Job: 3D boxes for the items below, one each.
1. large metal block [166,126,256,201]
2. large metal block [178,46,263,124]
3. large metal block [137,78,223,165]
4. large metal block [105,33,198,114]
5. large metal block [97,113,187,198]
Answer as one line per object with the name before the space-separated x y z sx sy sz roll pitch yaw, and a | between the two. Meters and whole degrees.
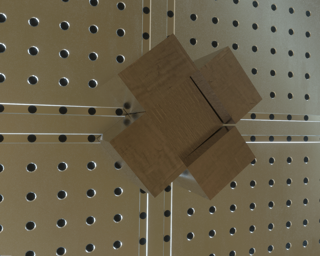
large metal block | 0.061 0.041 0.407 0.080 0.080 0.050 -39 103 -16
large metal block | 0.073 -0.052 0.410 0.050 0.080 0.080 -41 103 -16
large metal block | 0.020 -0.011 0.405 0.080 0.050 0.080 -40 101 -14
large metal block | -0.014 -0.062 0.378 0.080 0.080 0.050 -40 103 -15
large metal block | -0.025 0.030 0.374 0.050 0.080 0.080 -41 103 -15
